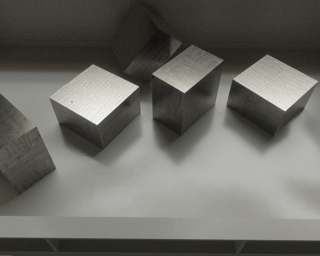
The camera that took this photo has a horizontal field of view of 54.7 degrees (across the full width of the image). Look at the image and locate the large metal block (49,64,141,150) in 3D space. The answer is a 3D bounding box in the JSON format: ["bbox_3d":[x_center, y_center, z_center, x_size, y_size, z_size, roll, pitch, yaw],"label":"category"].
[{"bbox_3d":[-0.083,-0.030,0.413,0.080,0.050,0.080,28,55,21],"label":"large metal block"}]

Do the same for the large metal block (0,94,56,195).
[{"bbox_3d":[-0.173,0.017,0.353,0.080,0.080,0.050,35,58,25],"label":"large metal block"}]

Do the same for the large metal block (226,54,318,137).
[{"bbox_3d":[0.154,-0.048,0.431,0.080,0.050,0.080,-36,59,-26],"label":"large metal block"}]

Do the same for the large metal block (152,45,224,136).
[{"bbox_3d":[0.035,-0.050,0.412,0.050,0.080,0.080,34,58,25],"label":"large metal block"}]

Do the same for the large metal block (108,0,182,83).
[{"bbox_3d":[-0.025,-0.130,0.470,0.050,0.080,0.080,17,35,-44],"label":"large metal block"}]
